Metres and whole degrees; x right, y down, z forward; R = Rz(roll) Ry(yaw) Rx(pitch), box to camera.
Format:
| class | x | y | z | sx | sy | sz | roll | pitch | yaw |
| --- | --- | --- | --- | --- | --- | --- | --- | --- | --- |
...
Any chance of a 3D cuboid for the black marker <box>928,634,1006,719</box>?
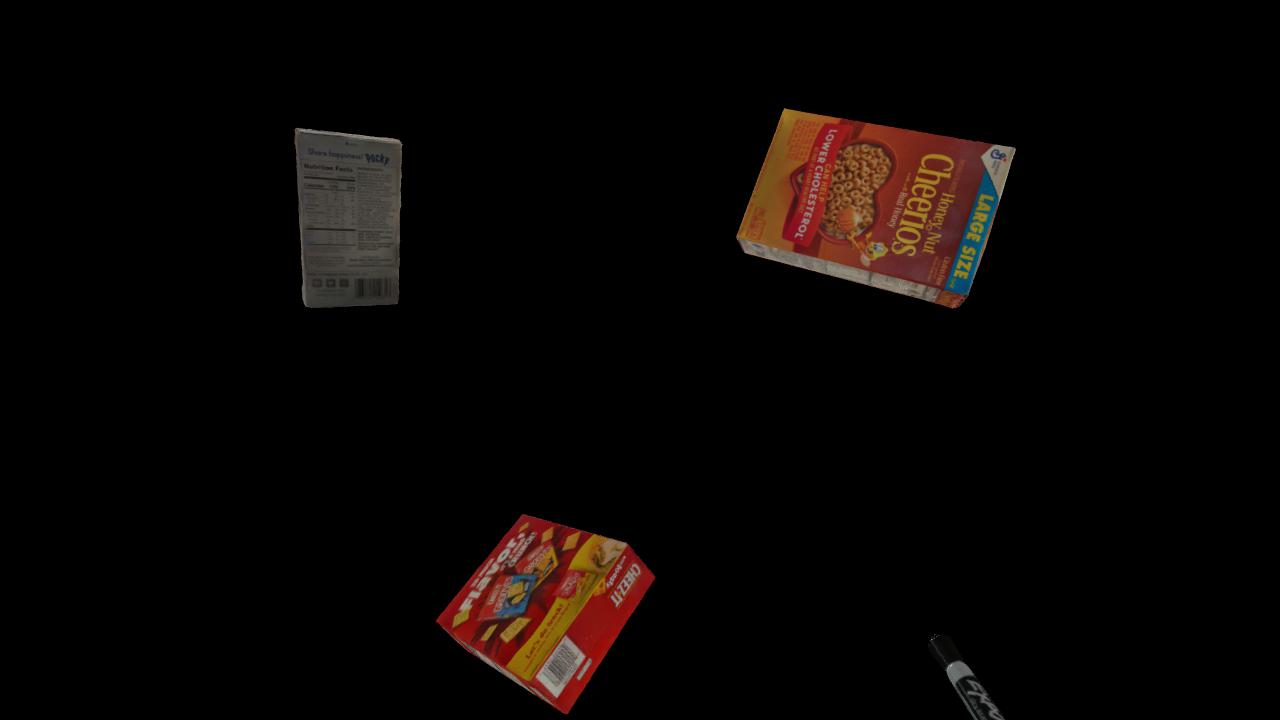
| class | x | y | z | sx | sy | sz | roll | pitch | yaw |
| --- | --- | --- | --- | --- | --- | --- | --- | --- | --- |
| black marker | 0.238 | 0.242 | 0.428 | 0.020 | 0.020 | 0.121 | 0 | 22 | -5 |

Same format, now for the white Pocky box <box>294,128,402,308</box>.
| class | x | y | z | sx | sy | sz | roll | pitch | yaw |
| --- | --- | --- | --- | --- | --- | --- | --- | --- | --- |
| white Pocky box | -0.262 | -0.124 | 0.556 | 0.084 | 0.154 | 0.028 | -6 | 28 | -33 |

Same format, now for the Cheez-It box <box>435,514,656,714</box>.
| class | x | y | z | sx | sy | sz | roll | pitch | yaw |
| --- | --- | --- | --- | --- | --- | --- | --- | --- | --- |
| Cheez-It box | -0.114 | 0.274 | 0.702 | 0.223 | 0.071 | 0.166 | -5 | 37 | 48 |

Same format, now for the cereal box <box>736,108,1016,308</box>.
| class | x | y | z | sx | sy | sz | roll | pitch | yaw |
| --- | --- | --- | --- | --- | --- | --- | --- | --- | --- |
| cereal box | 0.310 | -0.211 | 0.835 | 0.306 | 0.203 | 0.081 | 20 | -4 | 21 |
